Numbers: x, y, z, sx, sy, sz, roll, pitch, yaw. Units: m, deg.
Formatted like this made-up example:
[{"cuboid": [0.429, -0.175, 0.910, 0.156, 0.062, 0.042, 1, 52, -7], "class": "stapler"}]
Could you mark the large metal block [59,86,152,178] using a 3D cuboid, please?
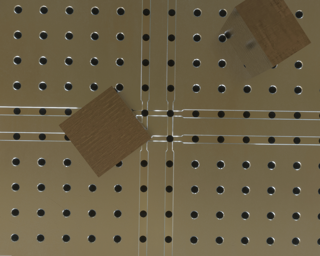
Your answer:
[{"cuboid": [-0.066, 0.004, 0.400, 0.080, 0.050, 0.080, -37, 90, 0], "class": "large metal block"}]

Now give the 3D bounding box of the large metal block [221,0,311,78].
[{"cuboid": [0.127, -0.116, 0.387, 0.050, 0.080, 0.080, -33, 90, 0], "class": "large metal block"}]
